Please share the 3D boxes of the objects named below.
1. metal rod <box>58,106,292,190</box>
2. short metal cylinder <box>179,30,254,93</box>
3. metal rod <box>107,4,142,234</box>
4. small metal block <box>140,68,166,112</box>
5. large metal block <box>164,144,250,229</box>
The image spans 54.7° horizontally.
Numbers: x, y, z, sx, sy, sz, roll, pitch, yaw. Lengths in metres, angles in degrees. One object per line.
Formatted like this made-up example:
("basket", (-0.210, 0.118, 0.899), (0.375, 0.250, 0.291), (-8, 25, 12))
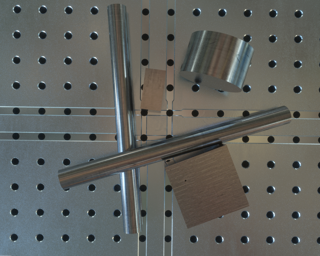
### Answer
("metal rod", (0.025, 0.023, 0.395), (0.302, 0.025, 0.025), (-16, 90, -7))
("short metal cylinder", (0.070, -0.081, 0.386), (0.080, 0.080, 0.050), (18, 90, 0))
("metal rod", (-0.047, -0.012, 0.412), (0.025, 0.025, 0.298), (-4, 90, 0))
("small metal block", (-0.008, -0.047, 0.401), (0.025, 0.050, 0.050), (7, 90, 0))
("large metal block", (0.057, 0.071, 0.401), (0.080, 0.050, 0.080), (-20, 90, 0))
